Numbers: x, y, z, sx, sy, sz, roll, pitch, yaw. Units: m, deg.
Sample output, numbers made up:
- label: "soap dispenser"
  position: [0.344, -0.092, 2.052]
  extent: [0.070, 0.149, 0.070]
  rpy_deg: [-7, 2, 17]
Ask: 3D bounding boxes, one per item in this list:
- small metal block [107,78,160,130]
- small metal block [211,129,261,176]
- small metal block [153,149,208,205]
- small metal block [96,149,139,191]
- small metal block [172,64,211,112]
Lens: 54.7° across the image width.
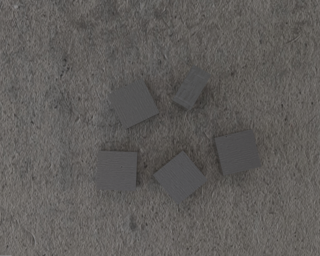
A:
- label: "small metal block"
  position: [-0.034, -0.031, 0.410]
  extent: [0.050, 0.025, 0.050]
  rpy_deg: [-26, 90, 0]
- label: "small metal block"
  position: [0.100, 0.031, 0.411]
  extent: [0.050, 0.025, 0.050]
  rpy_deg: [-13, 90, 0]
- label: "small metal block"
  position: [0.026, 0.064, 0.410]
  extent: [0.050, 0.025, 0.050]
  rpy_deg: [-39, 90, 0]
- label: "small metal block"
  position: [-0.055, 0.055, 0.409]
  extent: [0.050, 0.025, 0.050]
  rpy_deg: [2, 90, 0]
- label: "small metal block"
  position: [0.038, -0.049, 0.398]
  extent: [0.025, 0.050, 0.050]
  rpy_deg: [30, 90, 0]
